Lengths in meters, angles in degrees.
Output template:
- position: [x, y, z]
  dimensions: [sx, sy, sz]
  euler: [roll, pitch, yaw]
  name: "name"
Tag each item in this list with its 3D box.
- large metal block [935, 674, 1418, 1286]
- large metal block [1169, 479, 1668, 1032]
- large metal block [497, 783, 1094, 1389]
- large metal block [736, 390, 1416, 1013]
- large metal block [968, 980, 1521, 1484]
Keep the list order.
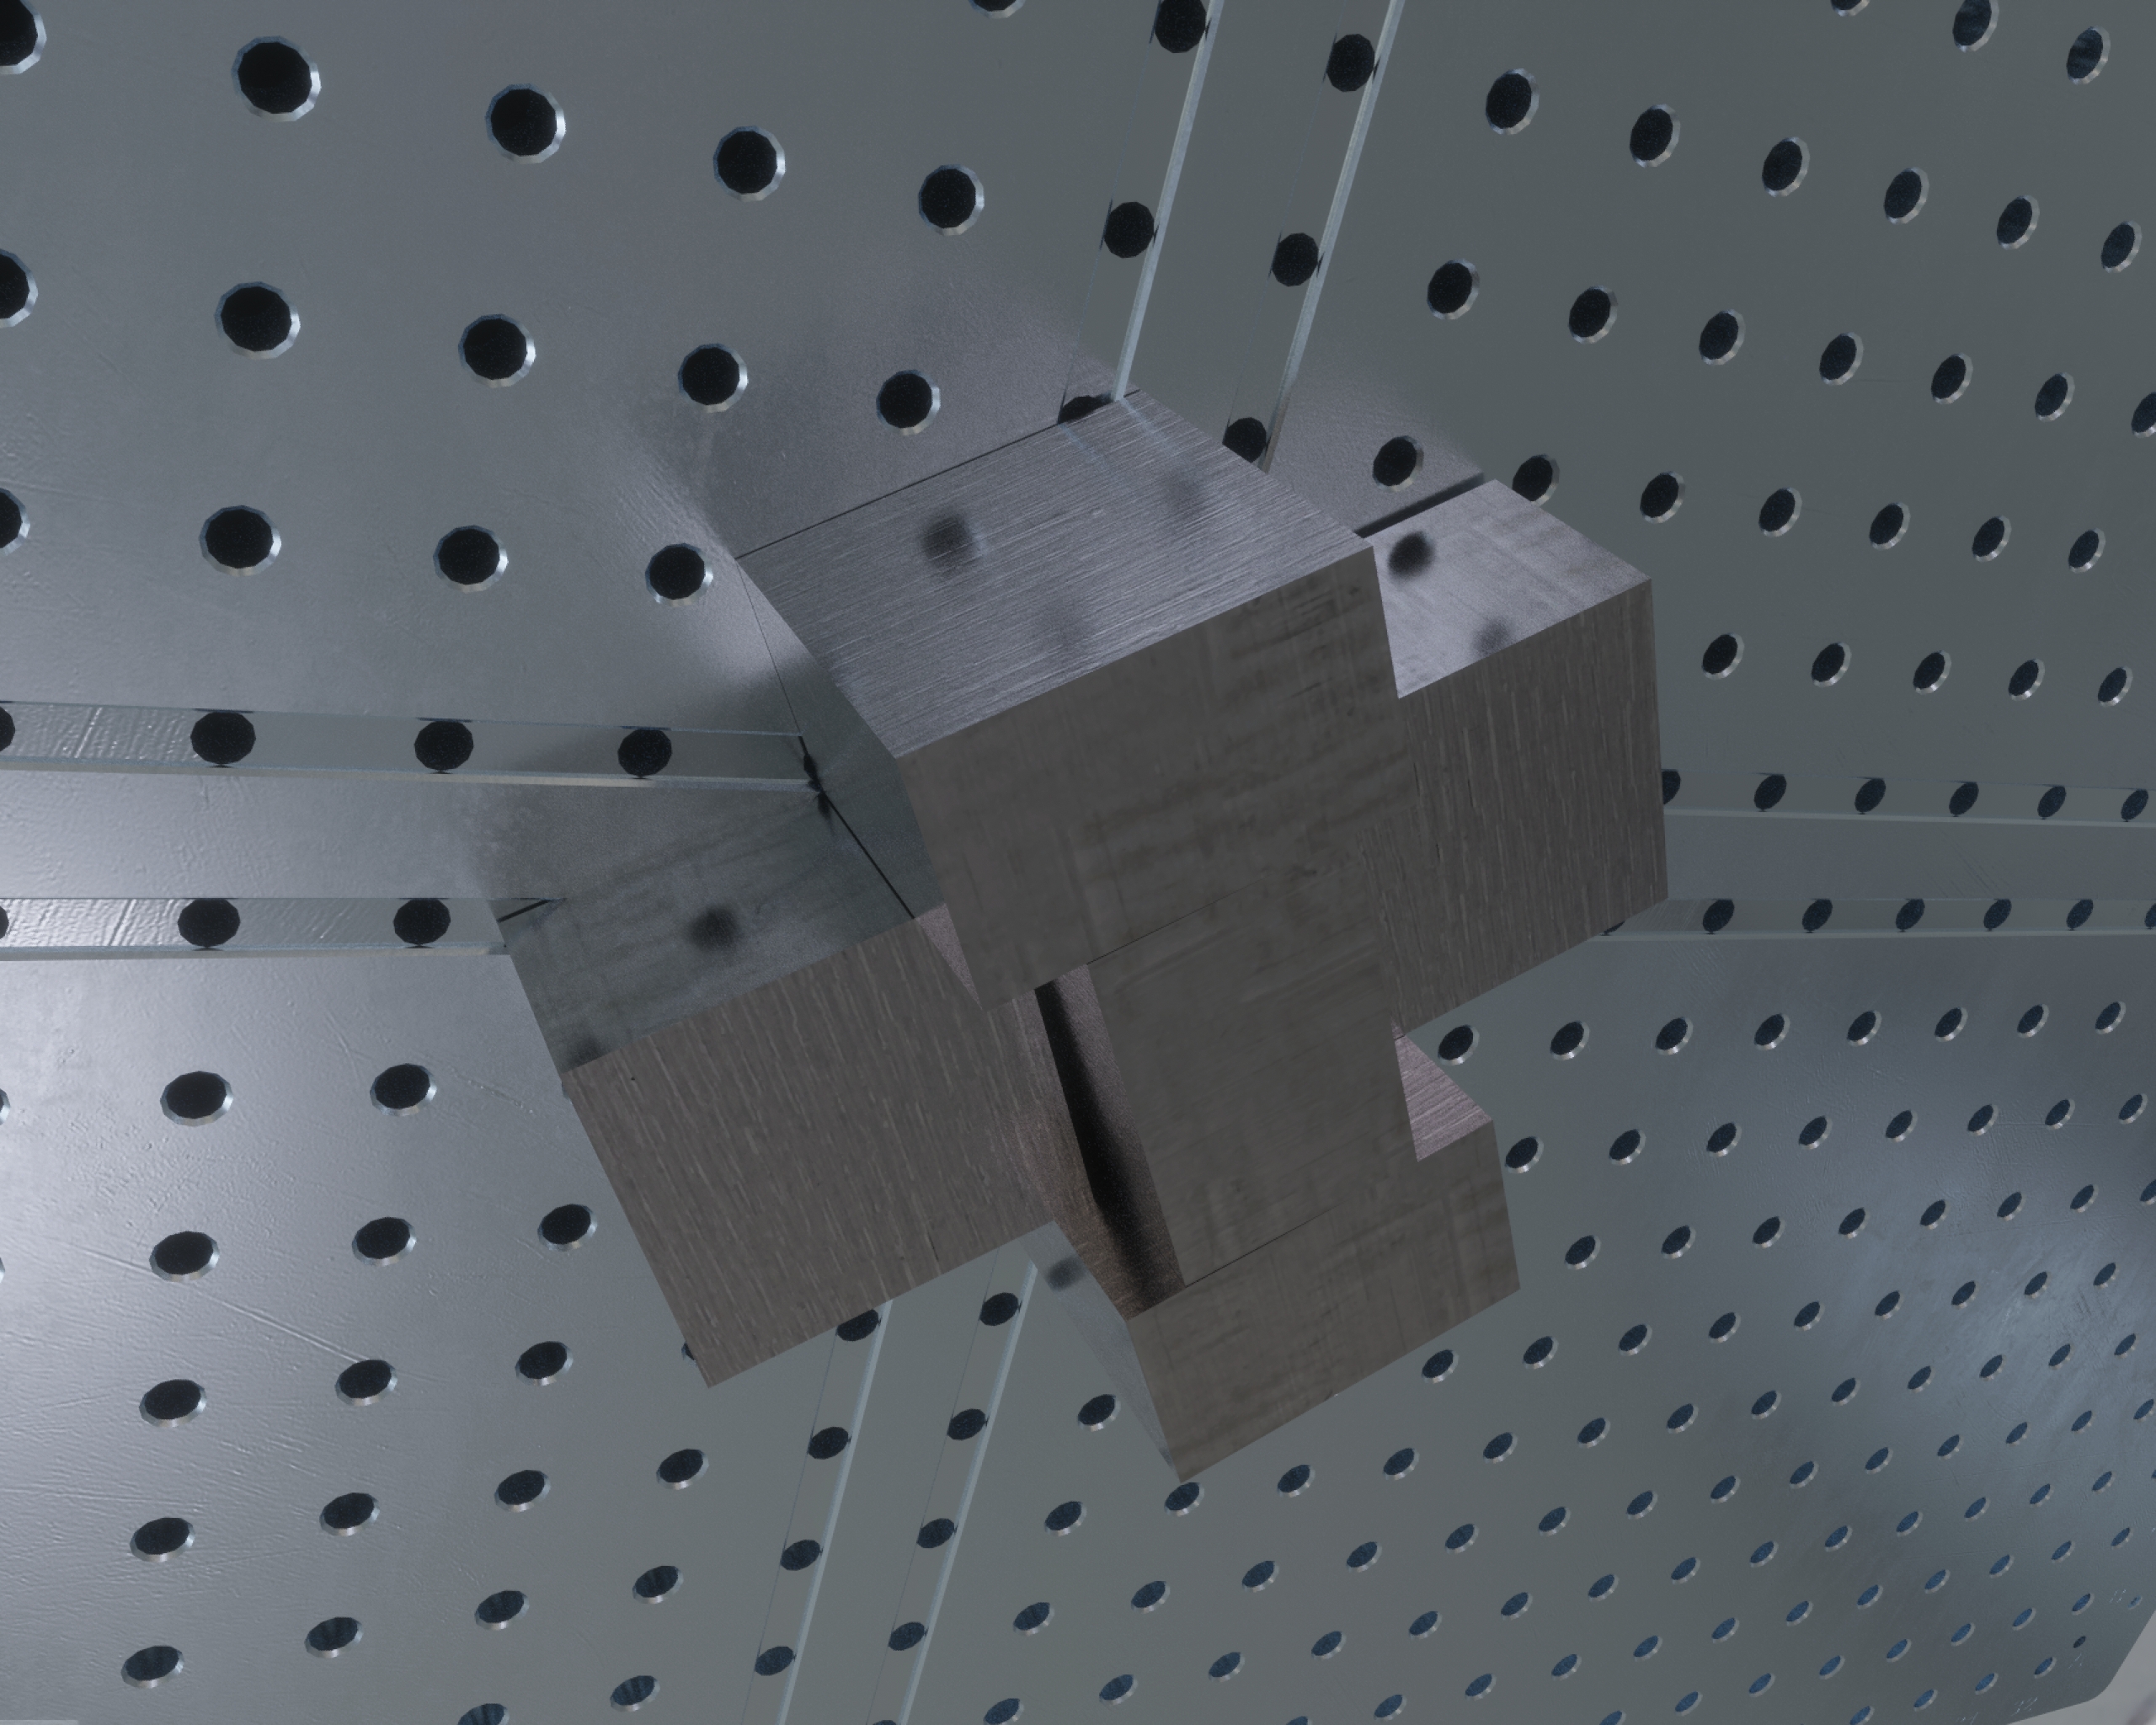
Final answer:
- position: [0.016, 0.017, 0.394]
  dimensions: [0.050, 0.080, 0.080]
  euler: [-26, 128, -12]
  name: "large metal block"
- position: [0.068, -0.018, 0.419]
  dimensions: [0.080, 0.050, 0.080]
  euler: [-26, 130, -12]
  name: "large metal block"
- position: [-0.051, 0.038, 0.391]
  dimensions: [0.080, 0.050, 0.080]
  euler: [-24, 127, -14]
  name: "large metal block"
- position: [-0.002, -0.031, 0.354]
  dimensions: [0.080, 0.080, 0.050]
  euler: [-25, 127, -13]
  name: "large metal block"
- position: [0.032, 0.066, 0.433]
  dimensions: [0.080, 0.080, 0.050]
  euler: [-26, 128, -13]
  name: "large metal block"
